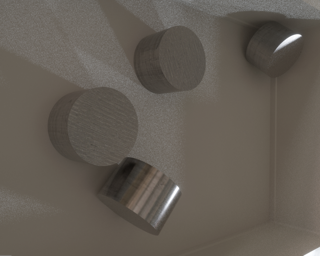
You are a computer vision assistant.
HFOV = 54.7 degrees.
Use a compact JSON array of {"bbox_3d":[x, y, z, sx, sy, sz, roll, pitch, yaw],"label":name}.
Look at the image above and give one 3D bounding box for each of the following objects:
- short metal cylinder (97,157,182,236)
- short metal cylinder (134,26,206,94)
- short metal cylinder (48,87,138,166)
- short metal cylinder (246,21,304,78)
[{"bbox_3d":[-0.023,0.077,0.352,0.080,0.080,0.050,49,61,-29],"label":"short metal cylinder"},{"bbox_3d":[0.013,-0.086,0.401,0.081,0.050,0.080,0,90,-40],"label":"short metal cylinder"},{"bbox_3d":[-0.071,-0.002,0.331,0.081,0.050,0.080,0,90,-40],"label":"short metal cylinder"},{"bbox_3d":[0.195,-0.133,0.528,0.081,0.050,0.080,-24,141,-21],"label":"short metal cylinder"}]
